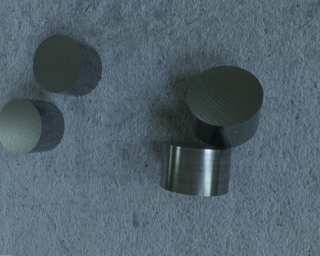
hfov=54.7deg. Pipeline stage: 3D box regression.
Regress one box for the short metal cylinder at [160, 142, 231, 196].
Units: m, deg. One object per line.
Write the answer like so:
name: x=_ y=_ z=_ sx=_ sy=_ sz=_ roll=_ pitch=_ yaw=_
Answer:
short metal cylinder: x=0.042 y=0.045 z=0.365 sx=0.080 sy=0.080 sz=0.050 roll=5 pitch=92 yaw=20

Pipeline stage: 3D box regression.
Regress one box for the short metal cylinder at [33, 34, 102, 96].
short metal cylinder: x=-0.131 y=-0.087 z=0.442 sx=0.080 sy=0.050 sz=0.080 roll=0 pitch=90 yaw=20

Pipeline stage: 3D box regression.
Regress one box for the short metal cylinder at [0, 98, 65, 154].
short metal cylinder: x=-0.192 y=-0.002 z=0.464 sx=0.080 sy=0.050 sz=0.080 roll=0 pitch=90 yaw=20

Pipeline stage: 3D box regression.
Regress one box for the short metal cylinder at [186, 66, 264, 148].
short metal cylinder: x=0.073 y=-0.024 z=0.352 sx=0.080 sy=0.050 sz=0.080 roll=-5 pitch=59 yaw=9
